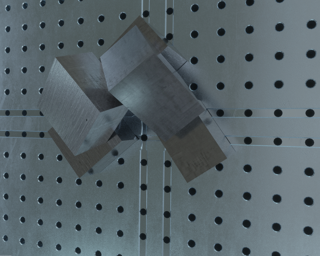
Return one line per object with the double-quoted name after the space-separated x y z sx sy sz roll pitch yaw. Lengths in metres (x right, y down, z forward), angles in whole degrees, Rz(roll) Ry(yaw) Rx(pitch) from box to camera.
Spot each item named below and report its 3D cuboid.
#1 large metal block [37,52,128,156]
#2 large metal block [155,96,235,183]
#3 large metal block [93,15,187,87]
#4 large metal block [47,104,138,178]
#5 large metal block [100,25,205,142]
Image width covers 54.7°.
-0.089 -0.028 0.360 0.080 0.050 0.080 49 130 13 "large metal block"
0.041 0.011 0.367 0.050 0.080 0.080 -35 79 16 "large metal block"
-0.022 -0.082 0.389 0.080 0.080 0.050 -43 77 15 "large metal block"
-0.093 0.010 0.430 0.080 0.050 0.080 -41 78 15 "large metal block"
-0.010 -0.046 0.311 0.050 0.080 0.080 -39 35 11 "large metal block"
